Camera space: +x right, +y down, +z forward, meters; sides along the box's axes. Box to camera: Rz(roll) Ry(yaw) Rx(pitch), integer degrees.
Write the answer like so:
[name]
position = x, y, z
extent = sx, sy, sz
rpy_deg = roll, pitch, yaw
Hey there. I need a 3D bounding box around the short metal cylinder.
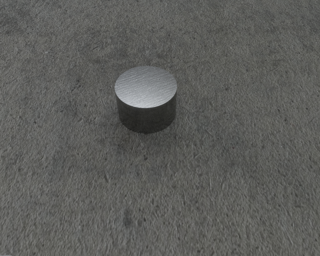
[short metal cylinder]
position = -0.018, -0.039, 0.420
extent = 0.080, 0.050, 0.080
rpy_deg = 0, 50, 0
